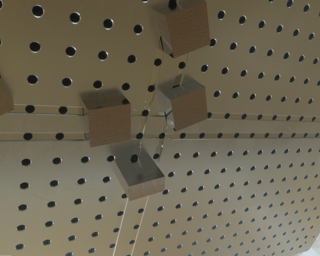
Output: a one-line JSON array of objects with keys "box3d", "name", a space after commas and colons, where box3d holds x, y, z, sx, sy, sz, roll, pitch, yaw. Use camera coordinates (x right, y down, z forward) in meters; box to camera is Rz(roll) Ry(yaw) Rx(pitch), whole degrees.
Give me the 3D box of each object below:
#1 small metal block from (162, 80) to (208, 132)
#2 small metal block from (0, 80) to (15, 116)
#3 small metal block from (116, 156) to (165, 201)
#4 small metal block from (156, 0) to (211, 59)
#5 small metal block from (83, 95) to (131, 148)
[{"box3d": [0.034, -0.030, 0.413, 0.050, 0.025, 0.050, -22, 127, -15], "name": "small metal block"}, {"box3d": [-0.177, -0.032, 0.295, 0.050, 0.025, 0.050, -27, 128, -12], "name": "small metal block"}, {"box3d": [-0.027, 0.068, 0.424, 0.050, 0.050, 0.025, -12, 124, -22], "name": "small metal block"}, {"box3d": [0.028, -0.115, 0.357, 0.050, 0.025, 0.050, -24, 128, -14], "name": "small metal block"}, {"box3d": [-0.063, -0.008, 0.373, 0.050, 0.025, 0.050, -11, 123, -23], "name": "small metal block"}]
